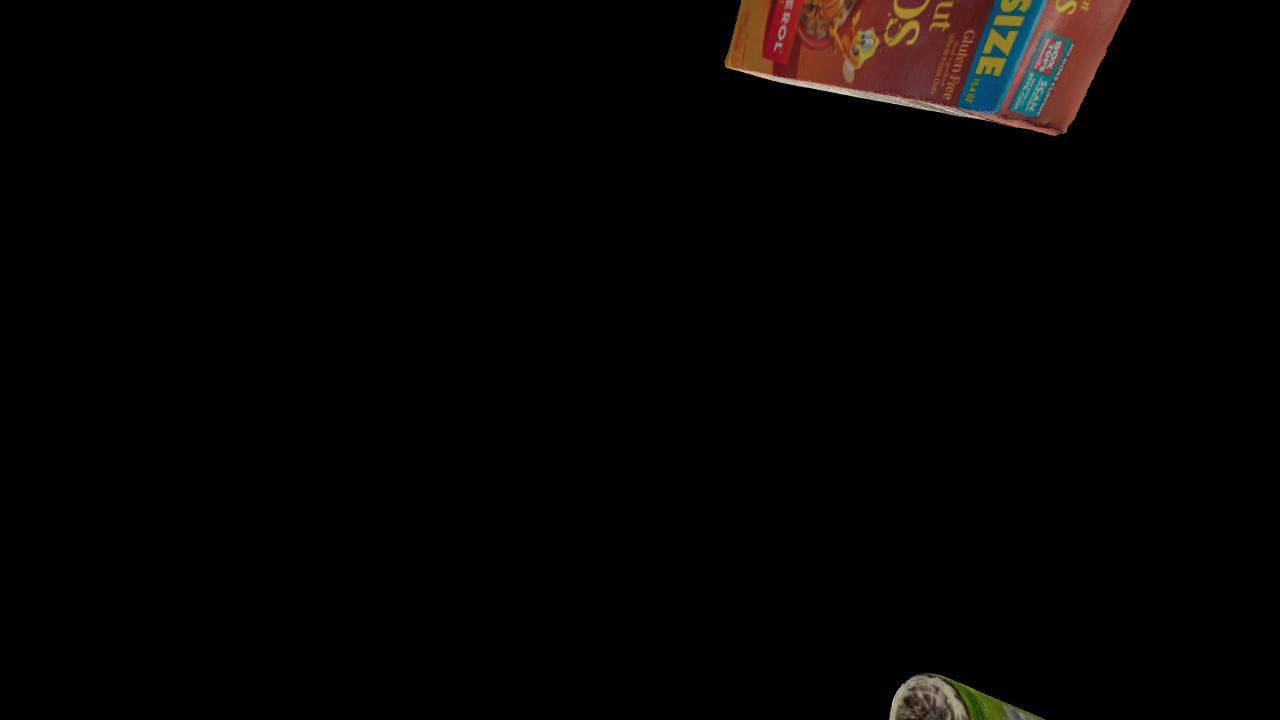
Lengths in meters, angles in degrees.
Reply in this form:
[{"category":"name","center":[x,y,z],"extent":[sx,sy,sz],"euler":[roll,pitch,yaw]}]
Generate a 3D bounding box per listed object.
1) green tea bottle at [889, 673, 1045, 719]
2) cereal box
[{"category":"green tea bottle","center":[0.293,0.312,0.488],"extent":[0.212,0.073,0.073],"euler":[30,-11,-20]},{"category":"cereal box","center":[0.186,-0.289,0.425],"extent":[0.081,0.203,0.306],"euler":[1,28,-25]}]
